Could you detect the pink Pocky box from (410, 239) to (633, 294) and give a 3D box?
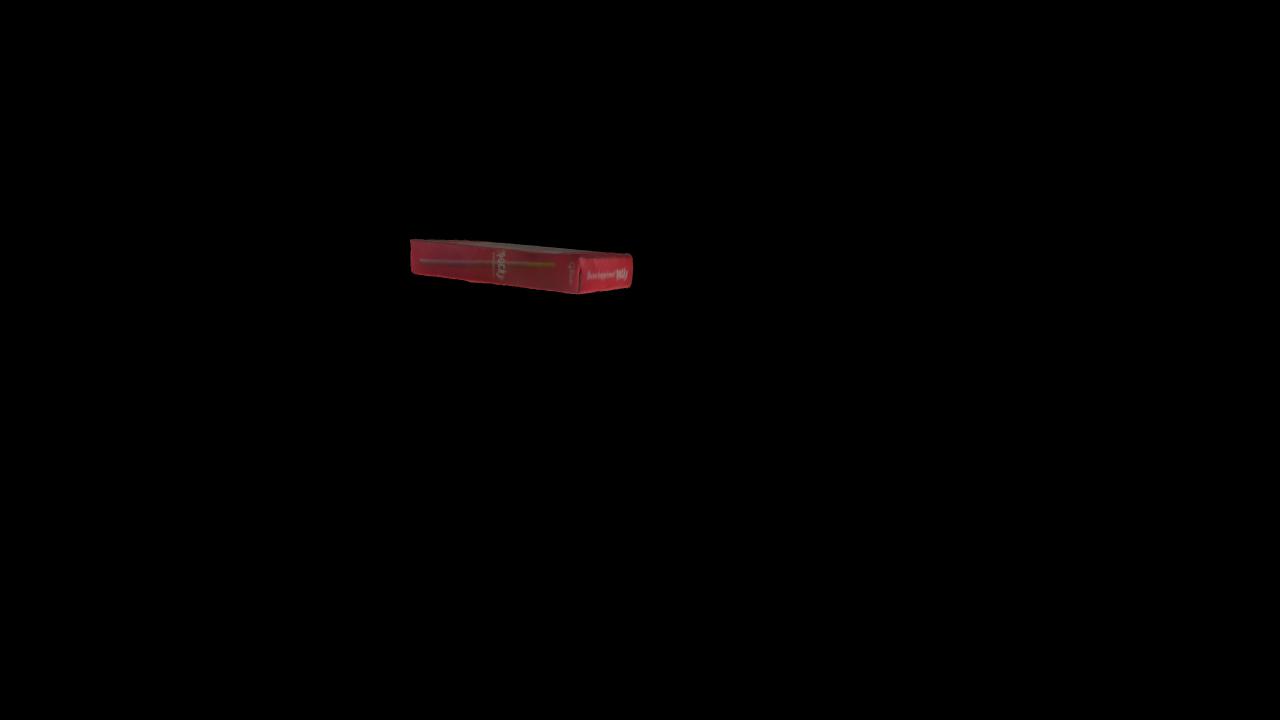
[{"bbox_3d":[-0.092,-0.075,0.479,0.155,0.029,0.084,9,13,23],"label":"pink Pocky box"}]
